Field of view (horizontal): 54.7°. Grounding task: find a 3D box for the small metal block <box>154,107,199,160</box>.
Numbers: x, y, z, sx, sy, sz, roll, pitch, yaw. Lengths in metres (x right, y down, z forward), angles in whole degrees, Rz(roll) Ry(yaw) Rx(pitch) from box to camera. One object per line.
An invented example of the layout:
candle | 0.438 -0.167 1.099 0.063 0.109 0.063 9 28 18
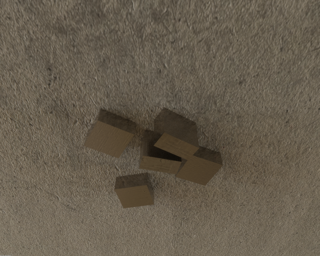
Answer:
small metal block | 0.020 0.007 0.397 0.050 0.050 0.025 24 126 -20

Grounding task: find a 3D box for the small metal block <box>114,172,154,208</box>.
small metal block | -0.039 0.100 0.492 0.050 0.025 0.050 -9 130 7

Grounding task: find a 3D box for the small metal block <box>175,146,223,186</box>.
small metal block | 0.056 0.054 0.454 0.050 0.025 0.050 19 128 -16

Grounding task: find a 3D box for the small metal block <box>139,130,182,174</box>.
small metal block | 0.000 0.032 0.418 0.050 0.050 0.025 10 129 -9

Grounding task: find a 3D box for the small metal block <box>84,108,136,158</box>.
small metal block | -0.067 0.008 0.413 0.050 0.025 0.050 22 127 -18
